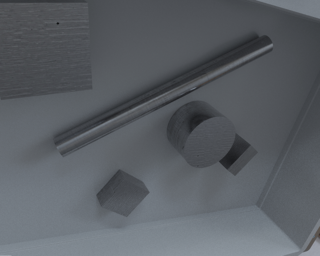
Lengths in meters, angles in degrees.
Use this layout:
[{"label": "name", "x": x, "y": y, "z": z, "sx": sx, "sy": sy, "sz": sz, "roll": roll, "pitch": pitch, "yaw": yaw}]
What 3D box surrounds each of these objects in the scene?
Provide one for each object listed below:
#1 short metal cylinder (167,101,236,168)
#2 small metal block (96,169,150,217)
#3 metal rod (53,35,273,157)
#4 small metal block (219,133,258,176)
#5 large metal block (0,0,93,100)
[{"label": "short metal cylinder", "x": 0.057, "y": 0.008, "z": 0.431, "sx": 0.081, "sy": 0.050, "sz": 0.079, "roll": -14, "pitch": 125, "yaw": -21}, {"label": "small metal block", "x": -0.052, "y": 0.093, "z": 0.439, "sx": 0.050, "sy": 0.025, "sz": 0.050, "roll": -48, "pitch": 129, "yaw": 5}, {"label": "metal rod", "x": 0.013, "y": -0.045, "z": 0.389, "sx": 0.302, "sy": 0.025, "sz": 0.025, "roll": -28, "pitch": 128, "yaw": -11}, {"label": "small metal block", "x": 0.113, "y": 0.037, "z": 0.479, "sx": 0.050, "sy": 0.050, "sz": 0.025, "roll": -48, "pitch": 129, "yaw": 5}, {"label": "large metal block", "x": -0.110, "y": -0.077, "z": 0.285, "sx": 0.081, "sy": 0.050, "sz": 0.079, "roll": -10, "pitch": 123, "yaw": -23}]
